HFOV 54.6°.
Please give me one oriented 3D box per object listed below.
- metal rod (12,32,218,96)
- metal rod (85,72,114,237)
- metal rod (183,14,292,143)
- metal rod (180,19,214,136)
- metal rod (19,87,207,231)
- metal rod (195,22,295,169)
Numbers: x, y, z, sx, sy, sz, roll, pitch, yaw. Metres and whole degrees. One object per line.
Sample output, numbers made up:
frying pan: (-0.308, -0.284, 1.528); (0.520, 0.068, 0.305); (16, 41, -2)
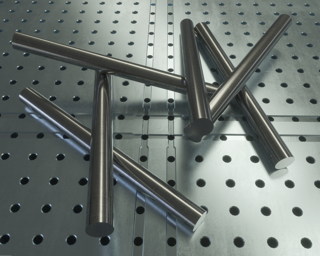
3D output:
metal rod: (-0.056, -0.085, 0.442); (0.301, 0.025, 0.025); (15, 51, -2)
metal rod: (-0.072, -0.008, 0.385); (0.025, 0.025, 0.300); (-6, 42, -5)
metal rod: (0.125, -0.087, 0.447); (0.025, 0.025, 0.301); (28, 56, 22)
metal rod: (0.047, -0.094, 0.449); (0.025, 0.025, 0.300); (1, 39, 0)
metal rod: (-0.075, 0.025, 0.386); (0.300, 0.025, 0.025); (32, 57, 24)
metal rod: (0.112, -0.069, 0.465); (0.025, 0.025, 0.300); (-12, 51, -10)
